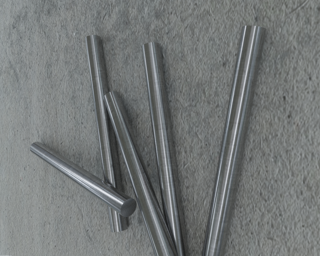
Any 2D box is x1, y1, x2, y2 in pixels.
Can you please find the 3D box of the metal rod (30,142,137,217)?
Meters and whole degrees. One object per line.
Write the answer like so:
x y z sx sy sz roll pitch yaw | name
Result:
-0.140 0.070 0.499 0.300 0.025 0.025 17 101 45 | metal rod

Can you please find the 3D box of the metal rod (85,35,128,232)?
-0.083 0.003 0.473 0.025 0.025 0.298 -15 80 39 | metal rod

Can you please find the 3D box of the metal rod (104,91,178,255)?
-0.022 0.077 0.399 0.025 0.025 0.299 -40 58 33 | metal rod

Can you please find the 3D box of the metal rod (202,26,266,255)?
0.076 0.042 0.341 0.025 0.025 0.298 14 99 39 | metal rod

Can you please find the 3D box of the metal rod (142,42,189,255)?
0.007 0.037 0.399 0.025 0.025 0.298 -12 82 39 | metal rod
